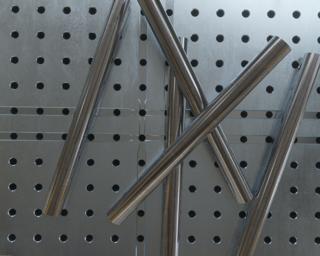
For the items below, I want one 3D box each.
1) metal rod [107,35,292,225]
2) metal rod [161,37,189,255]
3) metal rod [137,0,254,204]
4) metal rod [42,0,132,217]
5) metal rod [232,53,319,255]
[{"bbox_3d":[0.038,0.012,0.379,0.025,0.025,0.299,43,104,-1],"label":"metal rod"},{"bbox_3d":[0.019,0.031,0.413,0.025,0.025,0.298,3,90,-1],"label":"metal rod"},{"bbox_3d":[0.046,-0.037,0.393,0.025,0.025,0.299,-27,98,0],"label":"metal rod"},{"bbox_3d":[-0.097,-0.029,0.412,0.025,0.025,0.298,19,90,-1],"label":"metal rod"},{"bbox_3d":[0.157,0.044,0.415,0.025,0.025,0.299,20,90,-1],"label":"metal rod"}]
